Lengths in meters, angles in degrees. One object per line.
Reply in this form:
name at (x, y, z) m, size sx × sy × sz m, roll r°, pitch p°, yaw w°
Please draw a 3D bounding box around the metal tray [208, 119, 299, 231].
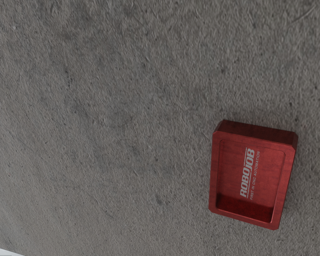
metal tray at (0.110, 0.059, 0.382) m, size 0.090 × 0.030 × 0.129 m, roll 11°, pitch 123°, yaw 22°
